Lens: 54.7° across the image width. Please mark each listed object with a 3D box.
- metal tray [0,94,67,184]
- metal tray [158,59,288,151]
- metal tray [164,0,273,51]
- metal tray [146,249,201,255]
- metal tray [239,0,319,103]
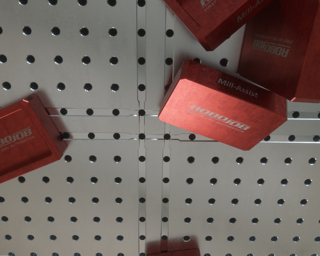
[{"bbox_3d":[-0.206,0.021,0.415,0.130,0.030,0.090,-22,109,7],"label":"metal tray"},{"bbox_3d":[0.073,-0.023,0.377,0.131,0.030,0.090,20,146,-8],"label":"metal tray"},{"bbox_3d":[0.074,-0.155,0.325,0.130,0.030,0.090,-39,61,12],"label":"metal tray"},{"bbox_3d":[0.028,0.265,0.508,0.091,0.030,0.129,-8,110,2],"label":"metal tray"},{"bbox_3d":[0.130,-0.087,0.326,0.030,0.130,0.089,2,110,-11],"label":"metal tray"}]
